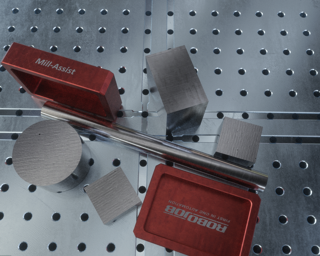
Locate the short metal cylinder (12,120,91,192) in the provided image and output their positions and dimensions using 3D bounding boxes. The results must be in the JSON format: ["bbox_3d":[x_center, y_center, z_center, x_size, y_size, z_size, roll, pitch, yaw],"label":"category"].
[{"bbox_3d":[-0.131,0.036,0.383,0.081,0.050,0.080,0,70,0],"label":"short metal cylinder"}]

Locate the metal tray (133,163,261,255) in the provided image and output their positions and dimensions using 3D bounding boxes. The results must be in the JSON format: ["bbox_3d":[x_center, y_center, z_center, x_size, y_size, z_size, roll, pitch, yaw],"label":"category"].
[{"bbox_3d":[0.044,0.105,0.370,0.131,0.030,0.090,17,71,6],"label":"metal tray"}]

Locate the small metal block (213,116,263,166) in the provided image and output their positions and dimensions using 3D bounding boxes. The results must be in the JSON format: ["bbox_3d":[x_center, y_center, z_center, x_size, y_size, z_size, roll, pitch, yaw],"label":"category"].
[{"bbox_3d":[0.102,0.018,0.405,0.050,0.025,0.050,16,71,5],"label":"small metal block"}]

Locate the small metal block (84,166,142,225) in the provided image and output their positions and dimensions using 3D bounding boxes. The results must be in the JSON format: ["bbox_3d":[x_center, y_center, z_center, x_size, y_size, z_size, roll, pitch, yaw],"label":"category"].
[{"bbox_3d":[-0.057,0.084,0.381,0.050,0.025,0.050,-31,73,-11],"label":"small metal block"}]

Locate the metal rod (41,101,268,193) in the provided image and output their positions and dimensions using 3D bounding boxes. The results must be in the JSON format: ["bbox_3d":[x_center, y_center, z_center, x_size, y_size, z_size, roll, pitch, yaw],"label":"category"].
[{"bbox_3d":[-0.012,0.022,0.403,0.301,0.025,0.025,18,71,6],"label":"metal rod"}]

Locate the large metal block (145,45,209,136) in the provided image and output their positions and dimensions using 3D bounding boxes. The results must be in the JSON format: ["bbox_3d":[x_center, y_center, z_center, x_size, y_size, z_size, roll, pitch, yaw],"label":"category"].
[{"bbox_3d":[0.019,-0.045,0.400,0.050,0.080,0.080,-17,71,-6],"label":"large metal block"}]

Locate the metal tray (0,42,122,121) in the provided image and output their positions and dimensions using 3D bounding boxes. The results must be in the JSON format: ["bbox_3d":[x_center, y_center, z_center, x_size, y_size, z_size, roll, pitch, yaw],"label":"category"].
[{"bbox_3d":[-0.119,-0.056,0.395,0.131,0.090,0.030,18,71,6],"label":"metal tray"}]
